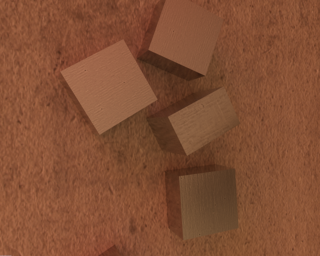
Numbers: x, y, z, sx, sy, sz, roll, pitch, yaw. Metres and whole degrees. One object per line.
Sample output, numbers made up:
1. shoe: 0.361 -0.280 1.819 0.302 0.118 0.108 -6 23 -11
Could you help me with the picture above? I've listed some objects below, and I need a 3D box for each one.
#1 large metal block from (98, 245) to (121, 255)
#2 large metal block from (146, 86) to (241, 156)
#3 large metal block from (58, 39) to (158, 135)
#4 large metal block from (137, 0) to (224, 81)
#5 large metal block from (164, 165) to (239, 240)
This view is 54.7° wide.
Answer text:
1. large metal block: -0.065 0.205 0.373 0.080 0.050 0.080 -30 100 -18
2. large metal block: 0.039 -0.009 0.395 0.080 0.080 0.050 -29 100 -18
3. large metal block: -0.063 -0.047 0.373 0.080 0.050 0.080 -33 101 -17
4. large metal block: 0.026 -0.117 0.406 0.080 0.050 0.080 21 83 -19
5. large metal block: 0.055 0.096 0.418 0.081 0.050 0.079 -4 92 -20
